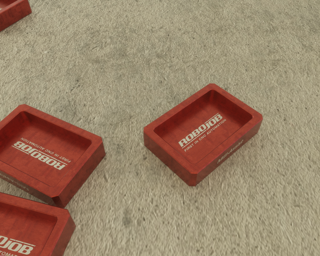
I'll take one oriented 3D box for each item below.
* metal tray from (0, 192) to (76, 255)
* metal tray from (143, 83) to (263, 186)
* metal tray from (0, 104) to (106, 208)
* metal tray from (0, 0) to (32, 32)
[{"bbox_3d":[-0.163,0.112,0.304,0.131,0.030,0.090,12,51,9],"label":"metal tray"},{"bbox_3d":[0.055,0.003,0.397,0.131,0.030,0.090,-35,58,-26],"label":"metal tray"},{"bbox_3d":[-0.145,0.029,0.374,0.130,0.030,0.090,22,53,17],"label":"metal tray"},{"bbox_3d":[-0.328,-0.234,0.594,0.130,0.030,0.090,24,54,19],"label":"metal tray"}]
